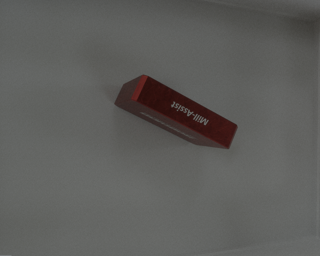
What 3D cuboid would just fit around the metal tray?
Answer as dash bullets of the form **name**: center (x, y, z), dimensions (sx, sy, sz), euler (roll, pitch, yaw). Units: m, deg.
- **metal tray**: center (0.017, -0.016, 0.380), dimensions (0.131, 0.090, 0.030), euler (26, 81, -19)
